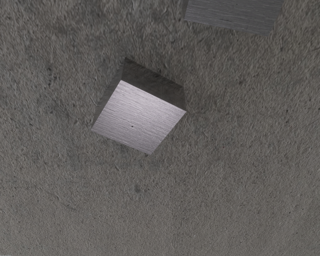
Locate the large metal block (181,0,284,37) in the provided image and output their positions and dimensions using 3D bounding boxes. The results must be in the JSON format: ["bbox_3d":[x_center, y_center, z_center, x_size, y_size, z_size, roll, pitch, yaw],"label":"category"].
[{"bbox_3d":[0.069,-0.136,0.275,0.081,0.050,0.079,8,130,-8],"label":"large metal block"}]

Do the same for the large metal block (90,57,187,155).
[{"bbox_3d":[-0.026,-0.024,0.370,0.080,0.050,0.080,24,126,-20],"label":"large metal block"}]
